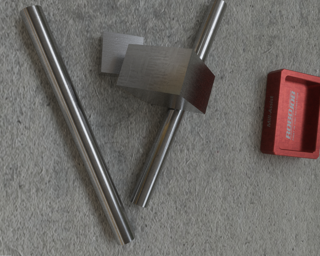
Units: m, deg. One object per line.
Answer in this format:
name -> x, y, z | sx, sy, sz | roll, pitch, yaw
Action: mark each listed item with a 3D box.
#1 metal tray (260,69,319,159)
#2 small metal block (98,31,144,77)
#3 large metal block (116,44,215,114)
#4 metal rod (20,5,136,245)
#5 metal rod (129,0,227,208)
metal tray -> 0.209, -0.020, 0.485 | 0.091, 0.030, 0.129 | 7, 88, -20
small metal block -> -0.050, -0.091, 0.391 | 0.050, 0.025, 0.050 | 4, 89, -20
large metal block -> 0.010, -0.056, 0.367 | 0.080, 0.080, 0.050 | 25, 79, -61
metal rod -> -0.095, 0.003, 0.374 | 0.025, 0.025, 0.298 | -23, 98, -19
metal rod -> 0.028, -0.039, 0.420 | 0.025, 0.025, 0.299 | 25, 82, -19
